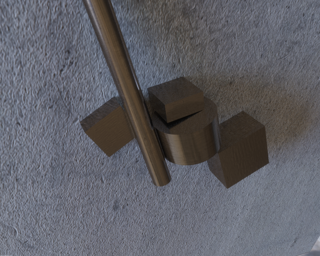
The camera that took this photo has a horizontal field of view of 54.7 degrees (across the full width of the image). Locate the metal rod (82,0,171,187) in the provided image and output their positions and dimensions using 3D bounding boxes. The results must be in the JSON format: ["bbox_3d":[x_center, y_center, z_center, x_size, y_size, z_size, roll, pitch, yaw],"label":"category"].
[{"bbox_3d":[-0.038,-0.054,0.332,0.025,0.025,0.298,-26,121,-13],"label":"metal rod"}]

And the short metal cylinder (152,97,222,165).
[{"bbox_3d":[0.035,0.001,0.393,0.080,0.080,0.050,-26,128,-13],"label":"short metal cylinder"}]

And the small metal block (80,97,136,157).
[{"bbox_3d":[-0.059,-0.001,0.375,0.050,0.025,0.050,-38,130,-3],"label":"small metal block"}]

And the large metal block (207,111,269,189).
[{"bbox_3d":[0.116,0.033,0.477,0.080,0.050,0.080,-29,129,-10],"label":"large metal block"}]

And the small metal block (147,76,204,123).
[{"bbox_3d":[0.019,-0.036,0.380,0.050,0.050,0.025,-21,127,-17],"label":"small metal block"}]
